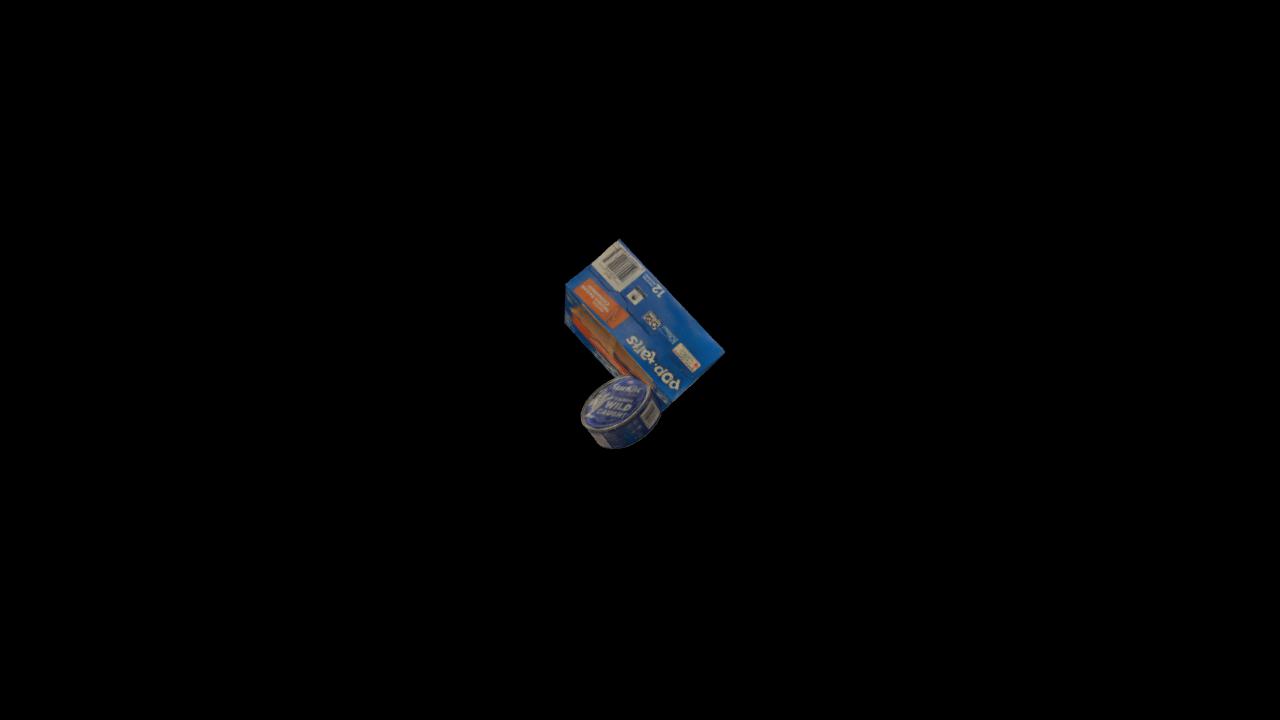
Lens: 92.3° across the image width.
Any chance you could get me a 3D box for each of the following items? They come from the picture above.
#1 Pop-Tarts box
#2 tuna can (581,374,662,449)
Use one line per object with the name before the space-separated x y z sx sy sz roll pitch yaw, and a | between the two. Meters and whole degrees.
Pop-Tarts box | -0.003 -0.027 0.698 0.083 0.167 0.141 -41 -5 -14
tuna can | -0.019 0.054 0.656 0.084 0.034 0.084 -23 32 16
